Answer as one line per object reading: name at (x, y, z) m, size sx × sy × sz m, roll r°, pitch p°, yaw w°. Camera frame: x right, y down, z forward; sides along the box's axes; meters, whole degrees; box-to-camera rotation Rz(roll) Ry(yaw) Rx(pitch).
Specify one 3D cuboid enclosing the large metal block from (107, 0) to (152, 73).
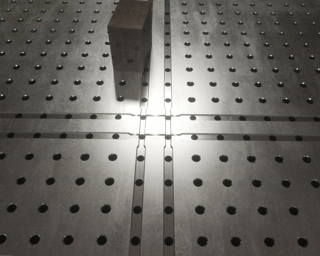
large metal block at (-0.045, -0.147, 0.495) m, size 0.050 × 0.080 × 0.080 m, roll 7°, pitch 50°, yaw 5°
